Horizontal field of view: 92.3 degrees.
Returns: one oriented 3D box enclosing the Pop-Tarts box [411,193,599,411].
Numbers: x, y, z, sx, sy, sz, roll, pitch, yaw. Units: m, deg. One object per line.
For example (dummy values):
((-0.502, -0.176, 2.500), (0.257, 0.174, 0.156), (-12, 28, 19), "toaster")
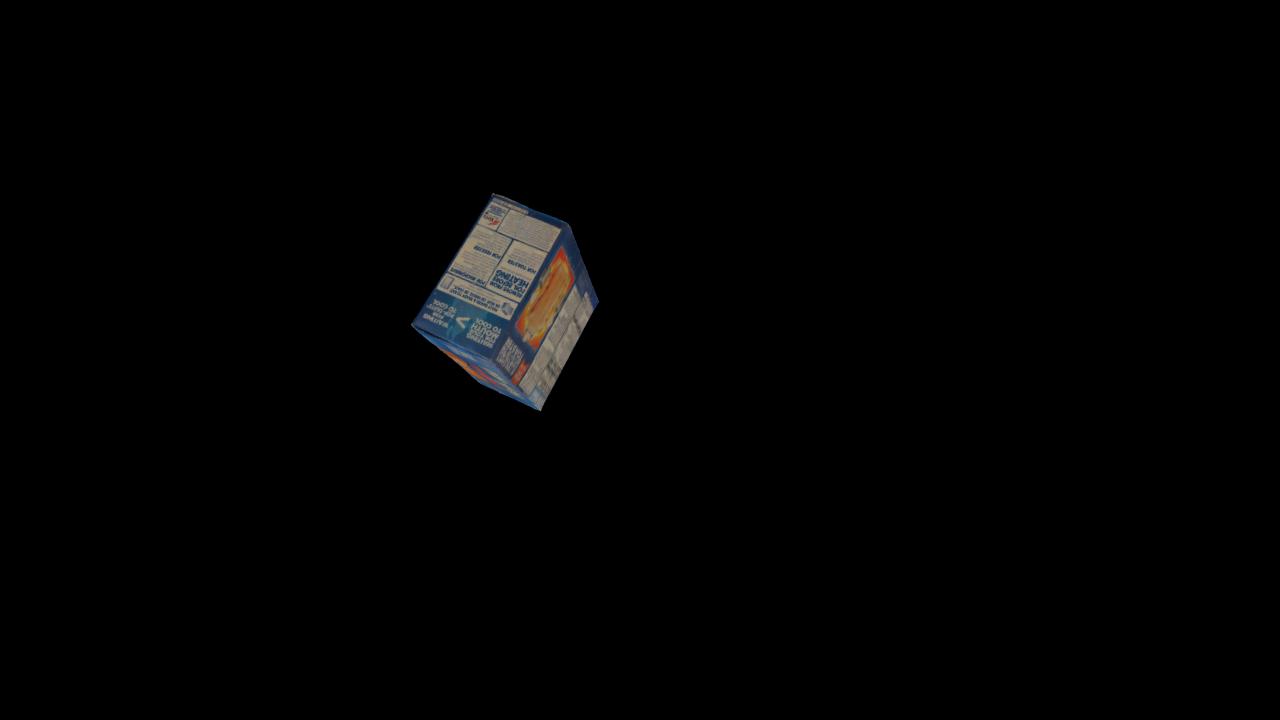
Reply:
((-0.117, -0.047, 0.593), (0.083, 0.141, 0.167), (23, -15, 13), "Pop-Tarts box")
